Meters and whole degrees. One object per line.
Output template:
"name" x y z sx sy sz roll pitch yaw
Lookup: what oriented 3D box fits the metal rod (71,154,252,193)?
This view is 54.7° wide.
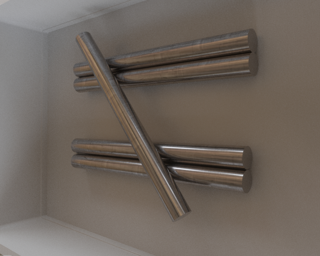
"metal rod" -0.023 0.056 0.424 0.300 0.025 0.025 0 90 40

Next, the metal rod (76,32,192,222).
"metal rod" -0.045 -0.018 0.410 0.025 0.025 0.299 -45 63 31

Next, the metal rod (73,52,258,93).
"metal rod" -0.018 -0.069 0.419 0.300 0.025 0.025 1 91 40

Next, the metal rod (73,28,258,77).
"metal rod" -0.018 -0.094 0.420 0.300 0.025 0.025 1 91 40

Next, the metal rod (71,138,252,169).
"metal rod" -0.023 0.030 0.423 0.300 0.025 0.025 0 90 40
